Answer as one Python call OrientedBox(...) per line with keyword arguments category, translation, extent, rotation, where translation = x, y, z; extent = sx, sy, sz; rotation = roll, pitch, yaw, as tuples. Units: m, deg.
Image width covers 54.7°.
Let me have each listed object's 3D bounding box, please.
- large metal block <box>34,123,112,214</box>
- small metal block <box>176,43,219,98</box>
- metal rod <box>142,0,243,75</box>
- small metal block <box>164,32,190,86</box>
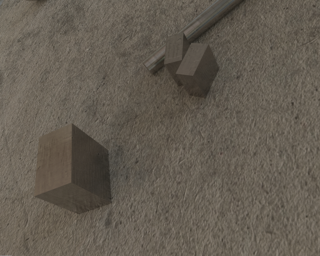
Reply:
OrientedBox(category="large metal block", translation=(-0.107, 0.054, 0.392), extent=(0.050, 0.080, 0.080), rotation=(-22, 54, 15))
OrientedBox(category="small metal block", translation=(0.051, -0.075, 0.407), extent=(0.025, 0.050, 0.050), rotation=(14, 69, 34))
OrientedBox(category="metal rod", translation=(0.097, -0.185, 0.466), extent=(0.300, 0.025, 0.025), rotation=(-39, 51, 1))
OrientedBox(category="small metal block", translation=(0.029, -0.095, 0.431), extent=(0.025, 0.050, 0.050), rotation=(-9, 58, 23))
